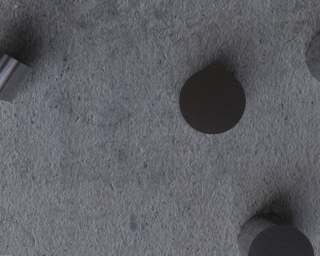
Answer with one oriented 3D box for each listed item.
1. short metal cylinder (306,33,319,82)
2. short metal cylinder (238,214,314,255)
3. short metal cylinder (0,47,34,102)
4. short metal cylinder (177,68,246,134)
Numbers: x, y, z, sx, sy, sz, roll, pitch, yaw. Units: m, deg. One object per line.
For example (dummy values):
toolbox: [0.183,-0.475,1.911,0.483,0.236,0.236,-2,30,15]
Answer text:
short metal cylinder: [0.239,-0.096,0.399,0.081,0.050,0.080,0,90,0]
short metal cylinder: [0.146,0.157,0.399,0.081,0.050,0.080,0,90,0]
short metal cylinder: [-0.206,-0.075,0.381,0.080,0.080,0.050,32,90,0]
short metal cylinder: [0.063,-0.032,0.398,0.081,0.050,0.080,0,90,0]
